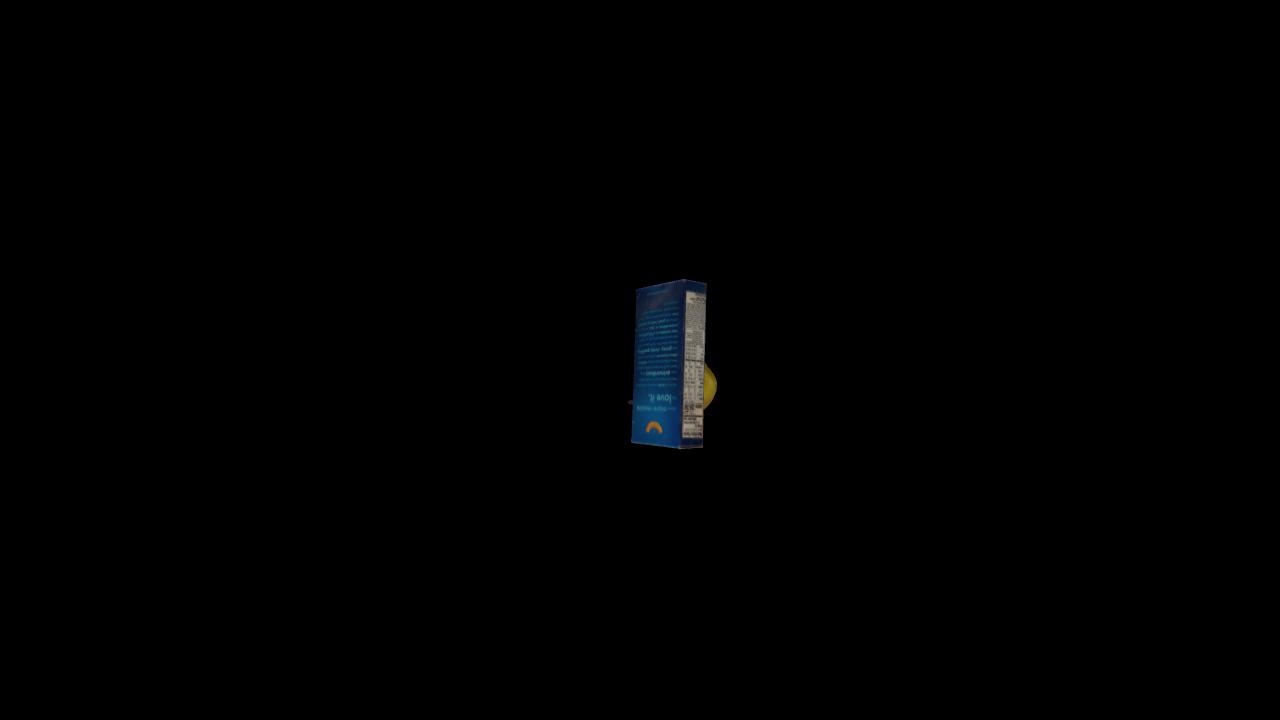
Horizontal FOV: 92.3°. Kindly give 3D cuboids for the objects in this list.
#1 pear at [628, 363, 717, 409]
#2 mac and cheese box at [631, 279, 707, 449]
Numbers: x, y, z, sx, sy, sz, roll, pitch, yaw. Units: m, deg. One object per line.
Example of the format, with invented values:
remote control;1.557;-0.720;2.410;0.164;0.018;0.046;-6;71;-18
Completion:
pear;0.039;0.041;0.770;0.111;0.080;0.080;-35;-9;13
mac and cheese box;0.032;0.005;0.704;0.041;0.184;0.093;5;-5;-37
